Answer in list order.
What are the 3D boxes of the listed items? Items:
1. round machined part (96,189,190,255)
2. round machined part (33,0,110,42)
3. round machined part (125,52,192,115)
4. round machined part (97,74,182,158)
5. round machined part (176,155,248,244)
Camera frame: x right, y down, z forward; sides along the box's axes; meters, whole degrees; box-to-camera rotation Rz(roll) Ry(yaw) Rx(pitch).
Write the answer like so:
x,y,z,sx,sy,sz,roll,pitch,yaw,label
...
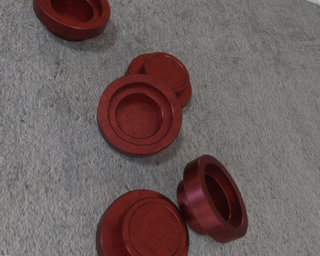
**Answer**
x,y,z,sx,sy,sz,roll,pitch,yaw,label
-0.012,0.110,0.319,0.099,0.042,0.098,14,56,-21,round machined part
-0.121,-0.158,0.424,0.099,0.042,0.098,14,56,-21,round machined part
0.002,-0.067,0.435,0.099,0.042,0.098,14,56,-21,round machined part
-0.027,-0.012,0.374,0.099,0.042,0.098,4,74,-14,round machined part
0.056,0.083,0.356,0.098,0.042,0.098,40,31,-31,round machined part
